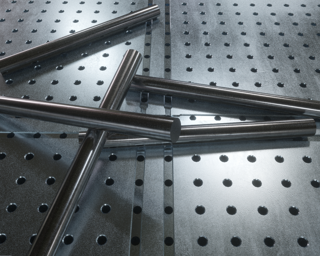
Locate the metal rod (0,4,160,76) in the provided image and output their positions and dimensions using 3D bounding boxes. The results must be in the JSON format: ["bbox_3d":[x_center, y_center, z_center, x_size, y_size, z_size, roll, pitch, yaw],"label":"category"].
[{"bbox_3d":[-0.129,-0.159,0.539,0.302,0.025,0.025,-29,56,-23],"label":"metal rod"}]

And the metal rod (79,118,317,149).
[{"bbox_3d":[0.050,0.008,0.401,0.302,0.025,0.025,-3,50,-4],"label":"metal rod"}]

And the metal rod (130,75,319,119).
[{"bbox_3d":[0.096,-0.046,0.447,0.302,0.025,0.025,9,51,7],"label":"metal rod"}]

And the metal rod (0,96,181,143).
[{"bbox_3d":[-0.118,-0.017,0.369,0.301,0.025,0.025,8,49,27],"label":"metal rod"}]

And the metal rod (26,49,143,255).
[{"bbox_3d":[-0.079,0.022,0.359,0.025,0.025,0.300,13,60,10],"label":"metal rod"}]
